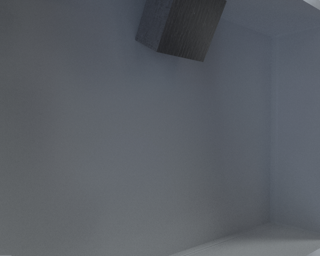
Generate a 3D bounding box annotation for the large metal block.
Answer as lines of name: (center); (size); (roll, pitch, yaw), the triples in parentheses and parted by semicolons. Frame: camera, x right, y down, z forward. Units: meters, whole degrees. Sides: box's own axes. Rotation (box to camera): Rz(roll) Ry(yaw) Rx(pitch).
large metal block: (0.025, -0.135, 0.389); (0.081, 0.050, 0.080); (1, 118, -40)
